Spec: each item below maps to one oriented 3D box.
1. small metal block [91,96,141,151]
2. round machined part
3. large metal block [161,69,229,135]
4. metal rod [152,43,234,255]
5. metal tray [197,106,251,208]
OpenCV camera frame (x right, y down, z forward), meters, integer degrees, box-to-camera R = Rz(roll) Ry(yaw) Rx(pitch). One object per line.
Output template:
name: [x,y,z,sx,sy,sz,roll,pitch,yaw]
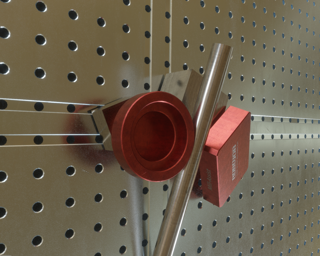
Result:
small metal block: [-0.046,-0.006,0.367,0.050,0.025,0.050,-28,108,-37]
round machined part: [-0.011,0.009,0.349,0.099,0.042,0.097,-1,91,-37]
large metal block: [0.041,-0.023,0.424,0.080,0.050,0.080,29,72,-37]
metal rod: [0.035,0.047,0.383,0.025,0.025,0.298,8,101,-40]
metal tray: [0.095,0.044,0.449,0.090,0.030,0.129,-46,142,-30]
